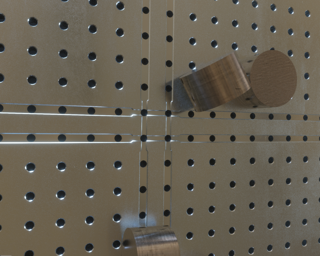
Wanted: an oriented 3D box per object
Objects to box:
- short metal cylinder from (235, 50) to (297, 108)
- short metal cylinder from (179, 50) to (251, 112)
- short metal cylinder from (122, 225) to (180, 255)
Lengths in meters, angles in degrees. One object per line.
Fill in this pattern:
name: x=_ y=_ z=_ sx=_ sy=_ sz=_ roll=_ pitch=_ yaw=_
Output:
short metal cylinder: x=0.151 y=-0.069 z=0.455 sx=0.081 sy=0.050 sz=0.079 roll=0 pitch=90 yaw=-20
short metal cylinder: x=0.073 y=-0.062 z=0.410 sx=0.080 sy=0.080 sz=0.050 roll=-30 pitch=100 yaw=-17
short metal cylinder: x=-0.013 y=0.162 z=0.379 sx=0.050 sy=0.080 sz=0.080 roll=3 pitch=89 yaw=-20
